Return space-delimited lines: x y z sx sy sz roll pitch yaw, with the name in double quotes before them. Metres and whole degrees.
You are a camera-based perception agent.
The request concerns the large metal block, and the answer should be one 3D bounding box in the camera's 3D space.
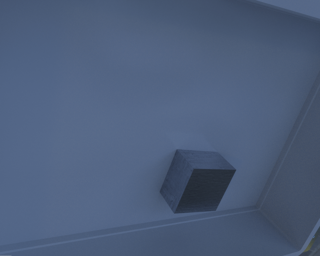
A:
"large metal block" 0.057 0.082 0.476 0.081 0.050 0.079 6 115 -32
